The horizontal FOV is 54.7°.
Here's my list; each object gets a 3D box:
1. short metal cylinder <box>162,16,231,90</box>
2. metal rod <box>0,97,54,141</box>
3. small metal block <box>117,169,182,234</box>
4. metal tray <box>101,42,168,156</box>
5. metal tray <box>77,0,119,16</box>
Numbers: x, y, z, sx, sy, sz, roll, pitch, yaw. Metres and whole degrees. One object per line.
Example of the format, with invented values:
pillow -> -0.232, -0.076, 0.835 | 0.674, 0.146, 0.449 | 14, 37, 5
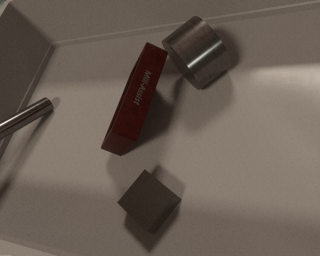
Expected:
short metal cylinder -> 0.047, -0.097, 0.404 | 0.050, 0.080, 0.080 | -38, 51, 1
metal rod -> -0.283, 0.036, 0.440 | 0.025, 0.025, 0.302 | 18, 43, 35
small metal block -> -0.012, 0.085, 0.359 | 0.050, 0.025, 0.050 | 34, 80, 38
metal tray -> -0.034, -0.035, 0.405 | 0.030, 0.090, 0.130 | 23, 67, -11
metal tray -> -0.108, -0.294, 0.640 | 0.130, 0.030, 0.090 | -20, 54, 16
